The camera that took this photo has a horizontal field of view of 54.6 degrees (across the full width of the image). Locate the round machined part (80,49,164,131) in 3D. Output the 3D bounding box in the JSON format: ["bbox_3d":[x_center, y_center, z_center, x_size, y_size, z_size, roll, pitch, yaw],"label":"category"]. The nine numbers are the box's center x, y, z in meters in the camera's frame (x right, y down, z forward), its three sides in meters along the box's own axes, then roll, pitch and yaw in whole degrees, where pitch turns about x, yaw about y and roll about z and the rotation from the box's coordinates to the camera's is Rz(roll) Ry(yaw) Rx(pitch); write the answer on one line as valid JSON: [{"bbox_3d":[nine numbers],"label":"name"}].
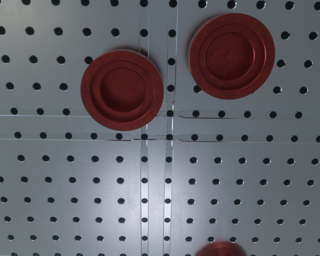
[{"bbox_3d":[-0.045,-0.049,0.386,0.099,0.042,0.097,0,110,0],"label":"round machined part"}]

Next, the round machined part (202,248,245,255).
[{"bbox_3d":[0.102,0.246,0.496,0.099,0.042,0.097,0,110,0],"label":"round machined part"}]

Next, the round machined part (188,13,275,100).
[{"bbox_3d":[0.082,-0.087,0.373,0.099,0.042,0.097,0,110,0],"label":"round machined part"}]
